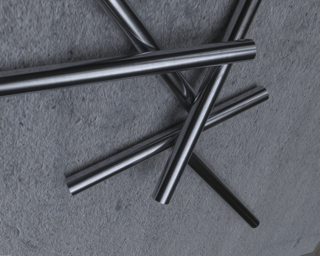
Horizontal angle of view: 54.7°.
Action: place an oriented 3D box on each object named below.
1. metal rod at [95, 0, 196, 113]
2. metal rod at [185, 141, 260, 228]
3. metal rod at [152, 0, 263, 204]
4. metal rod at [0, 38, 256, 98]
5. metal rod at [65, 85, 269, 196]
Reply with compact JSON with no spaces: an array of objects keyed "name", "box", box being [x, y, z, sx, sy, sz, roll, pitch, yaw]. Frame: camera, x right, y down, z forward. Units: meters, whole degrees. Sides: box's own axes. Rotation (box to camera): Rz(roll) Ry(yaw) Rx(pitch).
[{"name":"metal rod","box":[-0.030,-0.107,0.323,0.025,0.025,0.300,-43,130,1]},{"name":"metal rod","box":[0.108,0.108,0.532,0.025,0.025,0.300,-43,130,2]},{"name":"metal rod","box":[0.060,-0.043,0.383,0.025,0.025,0.298,18,100,-35]},{"name":"metal rod","box":[-0.041,-0.062,0.319,0.302,0.025,0.025,-11,124,-13]},{"name":"metal rod","box":[0.019,0.012,0.423,0.302,0.025,0.025,-25,128,-13]}]
